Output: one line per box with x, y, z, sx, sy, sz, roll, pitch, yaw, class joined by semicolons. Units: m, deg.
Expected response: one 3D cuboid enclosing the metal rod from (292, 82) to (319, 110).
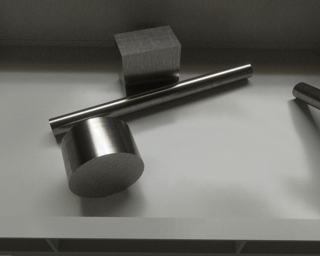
0.239;0.004;0.323;0.025;0.025;0.300;-10;25;-9;metal rod

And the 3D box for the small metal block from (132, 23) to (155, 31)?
-0.031;-0.133;0.500;0.050;0.050;0.025;-37;60;-27;small metal block

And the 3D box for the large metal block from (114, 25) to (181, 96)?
-0.018;-0.094;0.448;0.081;0.080;0.050;-13;52;-11;large metal block

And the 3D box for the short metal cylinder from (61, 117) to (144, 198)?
-0.063;0.033;0.340;0.081;0.080;0.050;-16;52;-13;short metal cylinder

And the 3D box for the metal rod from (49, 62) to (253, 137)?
-0.002;-0.045;0.442;0.302;0.025;0.025;-18;53;-15;metal rod
